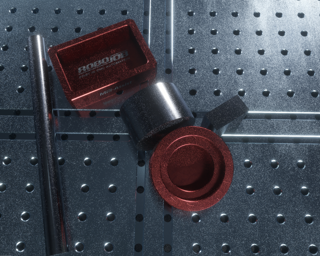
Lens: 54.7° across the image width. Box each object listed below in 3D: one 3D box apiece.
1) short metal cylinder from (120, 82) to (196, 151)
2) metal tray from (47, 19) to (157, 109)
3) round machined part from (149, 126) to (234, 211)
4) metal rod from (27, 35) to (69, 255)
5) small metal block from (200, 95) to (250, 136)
[{"bbox_3d":[-0.003,-0.013,0.387,0.080,0.080,0.050,-24,71,-9],"label":"short metal cylinder"},{"bbox_3d":[-0.080,-0.093,0.442,0.131,0.030,0.090,-24,72,-9],"label":"metal tray"},{"bbox_3d":[0.035,0.048,0.376,0.099,0.042,0.097,1,86,-9],"label":"round machined part"},{"bbox_3d":[-0.150,0.008,0.406,0.025,0.025,0.299,-12,71,-5],"label":"metal rod"},{"bbox_3d":[0.083,-0.011,0.404,0.050,0.050,0.025,-31,73,-11],"label":"small metal block"}]
